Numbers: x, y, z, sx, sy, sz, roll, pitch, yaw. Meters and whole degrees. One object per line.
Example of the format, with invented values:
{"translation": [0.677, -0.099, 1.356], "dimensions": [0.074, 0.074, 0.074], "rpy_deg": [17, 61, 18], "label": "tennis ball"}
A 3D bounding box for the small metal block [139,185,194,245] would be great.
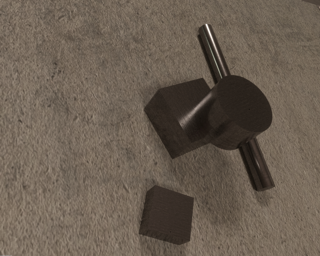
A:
{"translation": [0.008, 0.099, 0.350], "dimensions": [0.050, 0.025, 0.050], "rpy_deg": [22, 54, -16], "label": "small metal block"}

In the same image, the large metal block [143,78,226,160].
{"translation": [0.038, -0.015, 0.419], "dimensions": [0.081, 0.050, 0.080], "rpy_deg": [-20, 72, -36], "label": "large metal block"}

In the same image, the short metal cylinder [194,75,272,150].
{"translation": [0.091, -0.019, 0.386], "dimensions": [0.081, 0.050, 0.080], "rpy_deg": [14, 56, -21], "label": "short metal cylinder"}

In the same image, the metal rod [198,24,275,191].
{"translation": [0.115, -0.047, 0.496], "dimensions": [0.025, 0.025, 0.299], "rpy_deg": [0, 62, -29], "label": "metal rod"}
